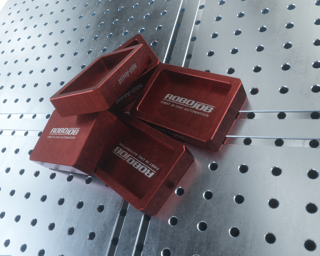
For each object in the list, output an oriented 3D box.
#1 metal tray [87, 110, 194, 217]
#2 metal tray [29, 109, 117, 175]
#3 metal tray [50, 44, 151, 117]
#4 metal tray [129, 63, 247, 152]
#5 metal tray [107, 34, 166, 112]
[{"bbox_3d":[-0.034,0.039,0.398,0.130,0.030,0.090,28,78,37],"label":"metal tray"},{"bbox_3d":[-0.127,0.014,0.442,0.130,0.030,0.090,-1,61,44],"label":"metal tray"},{"bbox_3d":[-0.080,-0.069,0.435,0.090,0.030,0.130,-6,35,34],"label":"metal tray"},{"bbox_3d":[0.034,-0.032,0.406,0.130,0.030,0.090,20,73,35],"label":"metal tray"},{"bbox_3d":[-0.063,-0.081,0.488,0.130,0.030,0.090,-34,50,5],"label":"metal tray"}]
